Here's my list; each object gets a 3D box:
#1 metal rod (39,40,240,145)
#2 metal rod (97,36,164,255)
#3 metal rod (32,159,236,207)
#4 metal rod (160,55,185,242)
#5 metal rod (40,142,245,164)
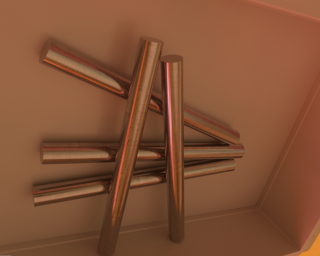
[{"bbox_3d":[0.001,-0.030,0.390,0.302,0.025,0.025,22,107,-37],"label":"metal rod"},{"bbox_3d":[-0.042,0.041,0.377,0.025,0.025,0.298,0,119,-29],"label":"metal rod"},{"bbox_3d":[-0.018,0.071,0.442,0.303,0.025,0.025,-5,121,-26],"label":"metal rod"},{"bbox_3d":[0.020,0.049,0.417,0.025,0.025,0.298,-17,125,-19],"label":"metal rod"},{"bbox_3d":[-0.003,0.033,0.426,0.303,0.025,0.025,2,118,-30],"label":"metal rod"}]
